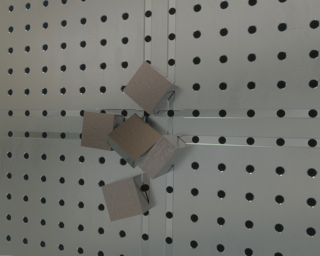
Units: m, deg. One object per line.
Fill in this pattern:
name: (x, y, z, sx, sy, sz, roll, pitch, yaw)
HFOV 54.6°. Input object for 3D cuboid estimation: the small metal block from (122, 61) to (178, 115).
small metal block: (-0.013, -0.053, 0.418, 0.050, 0.025, 0.050, 42, 103, 15)

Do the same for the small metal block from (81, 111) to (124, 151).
small metal block: (-0.082, 0.004, 0.441, 0.050, 0.025, 0.050, 7, 92, 23)

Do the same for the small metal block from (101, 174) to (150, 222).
small metal block: (-0.047, 0.097, 0.430, 0.050, 0.025, 0.050, -19, 84, 19)

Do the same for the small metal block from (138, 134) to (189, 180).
small metal block: (0.005, 0.036, 0.398, 0.025, 0.050, 0.050, 41, 103, 15)

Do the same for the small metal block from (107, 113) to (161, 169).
small metal block: (-0.034, 0.016, 0.411, 0.050, 0.025, 0.050, 41, 62, 15)
